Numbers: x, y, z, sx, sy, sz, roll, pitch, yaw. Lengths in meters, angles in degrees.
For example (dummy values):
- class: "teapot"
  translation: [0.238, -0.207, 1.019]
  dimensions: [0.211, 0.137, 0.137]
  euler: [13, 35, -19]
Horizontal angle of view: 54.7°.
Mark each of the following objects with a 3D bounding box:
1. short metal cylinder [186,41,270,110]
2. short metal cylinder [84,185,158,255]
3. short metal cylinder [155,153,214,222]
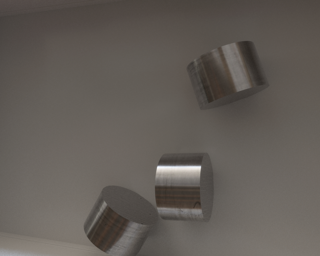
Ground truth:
- class: "short metal cylinder"
  translation: [0.077, -0.058, 0.354]
  dimensions: [0.080, 0.080, 0.050]
  euler: [-20, 84, 18]
- class: "short metal cylinder"
  translation: [-0.049, 0.118, 0.398]
  dimensions: [0.080, 0.080, 0.050]
  euler: [32, 100, 17]
- class: "short metal cylinder"
  translation: [0.032, 0.070, 0.370]
  dimensions: [0.050, 0.080, 0.079]
  euler: [-3, 89, 19]
